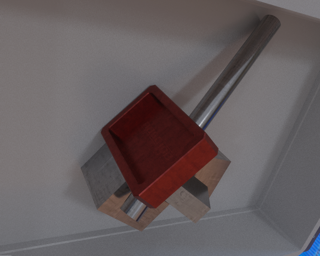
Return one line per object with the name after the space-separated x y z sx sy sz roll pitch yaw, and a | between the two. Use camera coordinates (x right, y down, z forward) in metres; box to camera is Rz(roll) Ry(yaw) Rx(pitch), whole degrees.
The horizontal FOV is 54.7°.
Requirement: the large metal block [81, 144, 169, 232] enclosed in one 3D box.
-0.045 0.074 0.395 0.050 0.080 0.080 -45 130 3 | large metal block

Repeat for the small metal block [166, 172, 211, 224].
0.029 0.073 0.358 0.050 0.050 0.025 39 106 -8 | small metal block

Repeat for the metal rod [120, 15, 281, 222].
0.056 -0.022 0.367 0.300 0.025 0.025 -52 131 -13 | metal rod

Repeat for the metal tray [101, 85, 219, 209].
-0.008 0.013 0.344 0.090 0.130 0.030 -41 129 1 | metal tray

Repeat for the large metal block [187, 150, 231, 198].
0.038 0.053 0.428 0.050 0.080 0.080 14 111 -35 | large metal block
